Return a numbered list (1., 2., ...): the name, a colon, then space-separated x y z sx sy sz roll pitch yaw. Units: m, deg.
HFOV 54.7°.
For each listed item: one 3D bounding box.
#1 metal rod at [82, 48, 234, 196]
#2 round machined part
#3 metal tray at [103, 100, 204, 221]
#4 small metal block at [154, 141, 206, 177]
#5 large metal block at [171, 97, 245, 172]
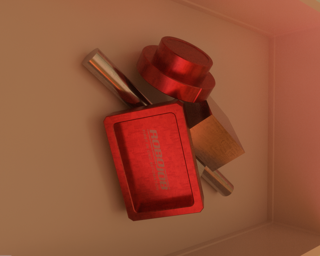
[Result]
1. metal rod: 0.015 0.010 0.419 0.300 0.025 0.025 44 63 -31
2. round machined part: 0.025 -0.076 0.377 0.099 0.098 0.042 -3 132 -40
3. metal tray: -0.005 0.039 0.362 0.030 0.090 0.129 -58 137 -75
4. small metal block: 0.025 0.042 0.411 0.050 0.050 0.025 46 63 -31
5. large metal block: 0.061 -0.002 0.416 0.080 0.050 0.080 44 21 -31
